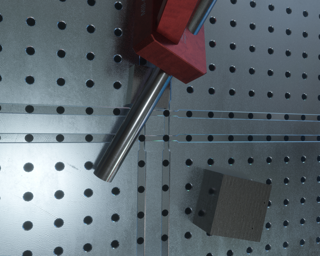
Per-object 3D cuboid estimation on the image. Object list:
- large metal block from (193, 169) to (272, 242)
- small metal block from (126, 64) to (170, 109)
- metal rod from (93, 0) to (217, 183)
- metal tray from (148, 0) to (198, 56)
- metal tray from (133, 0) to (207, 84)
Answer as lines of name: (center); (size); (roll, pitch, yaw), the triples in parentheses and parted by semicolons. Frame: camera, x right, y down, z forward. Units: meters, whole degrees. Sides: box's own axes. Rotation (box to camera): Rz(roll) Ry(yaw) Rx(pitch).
large metal block: (0.102, 0.109, 0.439); (0.081, 0.050, 0.080); (16, 85, -20)
small metal block: (-0.015, -0.053, 0.408); (0.050, 0.025, 0.050); (7, 88, -20)
metal rod: (0.005, -0.069, 0.379); (0.025, 0.025, 0.299); (30, 90, -18)
metal tray: (0.003, -0.157, 0.350); (0.030, 0.089, 0.130); (3, 58, -18)
metal tray: (0.014, -0.129, 0.374); (0.090, 0.030, 0.130); (24, 55, -39)
